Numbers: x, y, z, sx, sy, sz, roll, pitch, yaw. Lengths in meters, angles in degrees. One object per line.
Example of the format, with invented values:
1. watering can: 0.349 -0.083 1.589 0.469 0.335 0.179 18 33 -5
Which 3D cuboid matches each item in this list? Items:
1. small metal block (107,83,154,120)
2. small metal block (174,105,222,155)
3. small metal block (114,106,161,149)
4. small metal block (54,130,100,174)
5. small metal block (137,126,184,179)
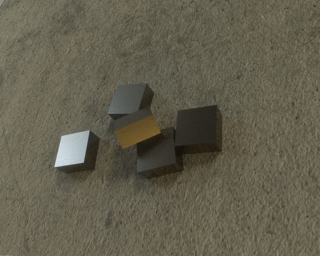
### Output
1. small metal block: -0.042 -0.036 0.448 0.050 0.025 0.050 1 62 28
2. small metal block: 0.048 0.003 0.377 0.050 0.025 0.050 -7 58 24
3. small metal block: -0.030 -0.002 0.395 0.050 0.025 0.050 -23 18 -1
4. small metal block: -0.118 0.035 0.445 0.050 0.025 0.050 -11 57 22
5. small metal block: -0.001 0.031 0.385 0.050 0.025 0.050 -16 55 19
